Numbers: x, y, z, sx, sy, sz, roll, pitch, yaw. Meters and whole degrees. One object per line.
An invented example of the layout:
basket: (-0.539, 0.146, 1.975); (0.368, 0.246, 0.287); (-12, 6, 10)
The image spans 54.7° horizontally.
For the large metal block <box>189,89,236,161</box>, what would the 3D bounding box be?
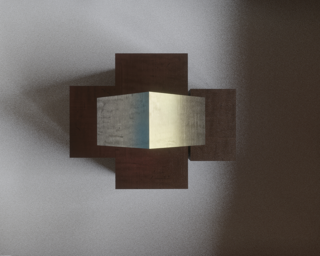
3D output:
large metal block: (0.058, -0.004, 0.381); (0.050, 0.080, 0.080); (0, 90, -1)

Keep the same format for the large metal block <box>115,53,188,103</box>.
large metal block: (-0.009, -0.058, 0.382); (0.081, 0.080, 0.050); (0, 90, 0)

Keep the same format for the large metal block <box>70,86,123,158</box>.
large metal block: (-0.075, -0.007, 0.383); (0.050, 0.080, 0.080); (0, 90, 0)

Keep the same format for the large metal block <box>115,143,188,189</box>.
large metal block: (-0.009, 0.043, 0.383); (0.081, 0.080, 0.050); (0, 90, 0)

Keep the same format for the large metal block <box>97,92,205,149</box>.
large metal block: (-0.009, -0.007, 0.326); (0.081, 0.080, 0.050); (0, 90, -45)
